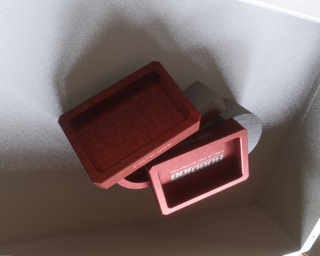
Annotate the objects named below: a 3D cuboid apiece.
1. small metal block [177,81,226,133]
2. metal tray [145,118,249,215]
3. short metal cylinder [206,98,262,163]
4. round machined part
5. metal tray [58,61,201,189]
[{"bbox_3d":[0.048,-0.029,0.400,0.050,0.050,0.025,-38,130,-5],"label":"small metal block"},{"bbox_3d":[0.050,0.050,0.402,0.131,0.030,0.089,-21,126,-11],"label":"metal tray"},{"bbox_3d":[0.098,0.004,0.448,0.081,0.050,0.079,-14,125,-21],"label":"short metal cylinder"},{"bbox_3d":[-0.025,0.028,0.402,0.099,0.042,0.097,-14,125,-21],"label":"round machined part"},{"bbox_3d":[-0.032,-0.005,0.342,0.131,0.090,0.030,-32,161,-8],"label":"metal tray"}]
